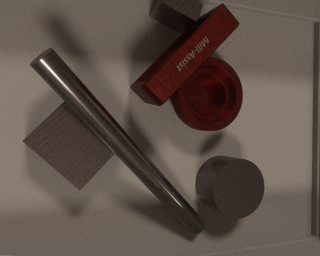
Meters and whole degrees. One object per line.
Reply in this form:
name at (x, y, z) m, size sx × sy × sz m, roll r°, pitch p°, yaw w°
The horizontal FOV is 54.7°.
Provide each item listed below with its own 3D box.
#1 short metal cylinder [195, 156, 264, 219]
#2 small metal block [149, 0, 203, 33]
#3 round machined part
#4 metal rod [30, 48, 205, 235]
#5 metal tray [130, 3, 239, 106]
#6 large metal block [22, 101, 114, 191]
short metal cylinder at (0.097, 0.081, 0.435) m, size 0.081 × 0.050 × 0.079 m, roll 0°, pitch 90°, yaw -21°
small metal block at (0.020, -0.154, 0.405) m, size 0.050 × 0.050 × 0.025 m, roll 22°, pitch 82°, yaw -19°
round machined part at (0.060, -0.045, 0.425) m, size 0.099 × 0.042 × 0.097 m, roll 0°, pitch 90°, yaw -21°
metal rod at (-0.027, 0.037, 0.354) m, size 0.025 × 0.025 × 0.300 m, roll -47°, pitch 123°, yaw -14°
metal tray at (0.025, -0.085, 0.375) m, size 0.130 × 0.090 × 0.030 m, roll -46°, pitch 105°, yaw -5°
large metal block at (-0.097, 0.012, 0.362) m, size 0.080 × 0.050 × 0.080 m, roll 46°, pitch 76°, yaw -15°
